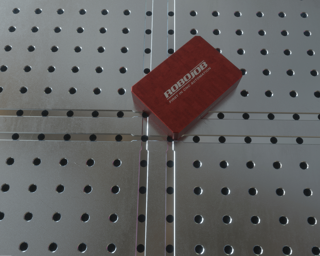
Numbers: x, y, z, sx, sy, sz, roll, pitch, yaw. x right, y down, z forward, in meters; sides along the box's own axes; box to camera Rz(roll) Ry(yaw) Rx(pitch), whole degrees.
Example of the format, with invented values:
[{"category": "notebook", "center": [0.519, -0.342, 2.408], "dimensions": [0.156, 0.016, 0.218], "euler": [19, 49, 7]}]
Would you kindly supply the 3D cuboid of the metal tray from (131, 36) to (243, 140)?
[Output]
[{"category": "metal tray", "center": [0.037, -0.058, 0.431], "dimensions": [0.130, 0.030, 0.090], "euler": [-41, 75, -14]}]
